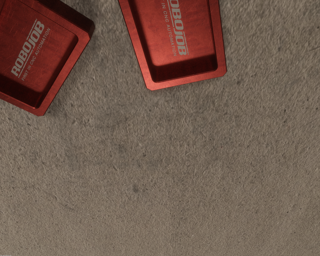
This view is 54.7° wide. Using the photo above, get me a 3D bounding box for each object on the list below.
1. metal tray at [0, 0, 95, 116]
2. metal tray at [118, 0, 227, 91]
[{"bbox_3d":[-0.141,-0.080,0.333,0.090,0.030,0.129,29,124,-23],"label":"metal tray"},{"bbox_3d":[0.014,-0.106,0.313,0.090,0.030,0.129,-11,130,8],"label":"metal tray"}]
